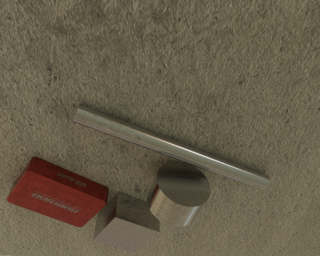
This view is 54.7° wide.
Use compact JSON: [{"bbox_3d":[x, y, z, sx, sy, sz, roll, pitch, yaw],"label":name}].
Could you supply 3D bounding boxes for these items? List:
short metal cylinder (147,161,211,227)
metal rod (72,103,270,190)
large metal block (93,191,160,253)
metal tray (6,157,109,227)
[{"bbox_3d":[0.027,0.095,0.453,0.081,0.080,0.050,13,129,-11],"label":"short metal cylinder"},{"bbox_3d":[0.028,0.033,0.435,0.302,0.025,0.025,21,127,-18],"label":"metal rod"},{"bbox_3d":[-0.056,0.162,0.528,0.080,0.050,0.080,26,125,-21],"label":"large metal block"},{"bbox_3d":[-0.160,0.106,0.493,0.131,0.030,0.090,29,124,-23],"label":"metal tray"}]
